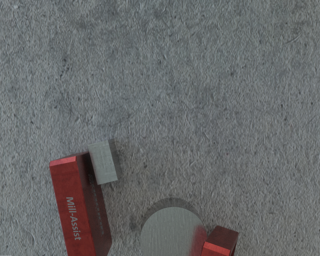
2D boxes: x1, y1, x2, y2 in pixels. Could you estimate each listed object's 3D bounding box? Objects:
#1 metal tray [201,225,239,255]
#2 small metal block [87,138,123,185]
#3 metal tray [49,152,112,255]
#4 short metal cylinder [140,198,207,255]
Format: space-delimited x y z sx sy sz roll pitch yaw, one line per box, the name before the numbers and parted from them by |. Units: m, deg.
metal tray | 0.062 0.194 0.375 0.030 0.090 0.129 13 90 21
small metal block | -0.069 0.041 0.397 0.025 0.050 0.050 -14 90 0
metal tray | -0.092 0.096 0.376 0.030 0.090 0.129 -12 90 0
short metal cylinder | 0.017 0.135 0.398 0.081 0.050 0.080 0 90 0
